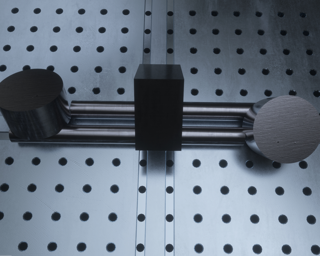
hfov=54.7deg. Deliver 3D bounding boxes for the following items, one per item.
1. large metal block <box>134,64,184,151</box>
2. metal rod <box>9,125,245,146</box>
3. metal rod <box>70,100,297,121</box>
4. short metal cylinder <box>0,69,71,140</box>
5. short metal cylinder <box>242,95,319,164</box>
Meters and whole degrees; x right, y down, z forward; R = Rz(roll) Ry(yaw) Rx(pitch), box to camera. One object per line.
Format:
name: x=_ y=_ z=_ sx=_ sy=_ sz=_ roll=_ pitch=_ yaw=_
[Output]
large metal block: x=-0.001 y=-0.027 z=0.360 sx=0.050 sy=0.080 sz=0.079 roll=1 pitch=112 yaw=0
metal rod: x=-0.042 y=0.009 z=0.407 sx=0.302 sy=0.025 sz=0.025 roll=1 pitch=70 yaw=0
metal rod: x=0.033 y=-0.023 z=0.420 sx=0.302 sy=0.025 sz=0.025 roll=1 pitch=70 yaw=0
short metal cylinder: x=-0.159 y=-0.031 z=0.393 sx=0.081 sy=0.050 sz=0.080 roll=0 pitch=47 yaw=0
short metal cylinder: x=0.149 y=0.001 z=0.385 sx=0.081 sy=0.050 sz=0.079 roll=0 pitch=92 yaw=0
